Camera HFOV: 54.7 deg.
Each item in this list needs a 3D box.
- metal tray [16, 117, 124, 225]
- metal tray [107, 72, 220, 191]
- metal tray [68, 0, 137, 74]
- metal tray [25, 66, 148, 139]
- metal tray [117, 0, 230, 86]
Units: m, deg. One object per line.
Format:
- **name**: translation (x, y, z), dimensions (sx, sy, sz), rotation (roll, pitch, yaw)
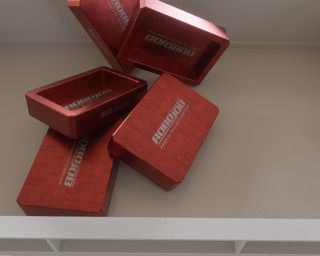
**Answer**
- **metal tray**: translation (-0.097, 0.042, 0.365), dimensions (0.091, 0.030, 0.130), rotation (5, 50, 4)
- **metal tray**: translation (0.009, 0.000, 0.380), dimensions (0.090, 0.030, 0.130), rotation (35, 54, -1)
- **metal tray**: translation (-0.061, -0.155, 0.453), dimensions (0.030, 0.130, 0.090), rotation (20, 66, 40)
- **metal tray**: translation (-0.090, -0.040, 0.402), dimensions (0.090, 0.030, 0.131), rotation (24, 37, 30)
- **metal tray**: translation (0.017, -0.115, 0.428), dimensions (0.131, 0.089, 0.030), rotation (14, 47, -22)
